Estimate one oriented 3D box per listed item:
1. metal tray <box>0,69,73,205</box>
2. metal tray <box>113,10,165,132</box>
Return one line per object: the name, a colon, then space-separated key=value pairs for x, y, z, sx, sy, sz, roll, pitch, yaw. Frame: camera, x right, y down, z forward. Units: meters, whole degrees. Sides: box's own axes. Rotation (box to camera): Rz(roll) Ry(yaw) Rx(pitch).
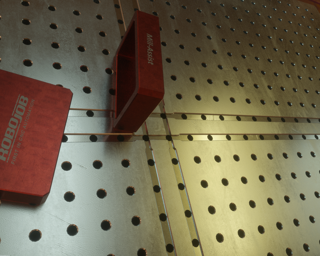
metal tray: x=-0.149 y=0.006 z=0.321 sx=0.091 sy=0.030 sz=0.130 roll=15 pitch=55 yaw=-20
metal tray: x=-0.030 y=-0.071 z=0.394 sx=0.030 sy=0.090 sz=0.130 roll=11 pitch=57 yaw=-23
